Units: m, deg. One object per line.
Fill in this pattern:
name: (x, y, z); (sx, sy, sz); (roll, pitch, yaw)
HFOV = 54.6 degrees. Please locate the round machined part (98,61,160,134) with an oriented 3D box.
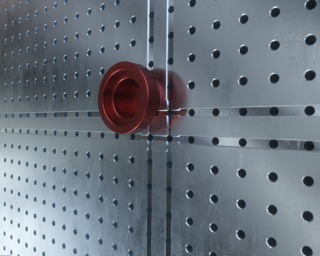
round machined part: (-0.039, -0.040, 0.431); (0.098, 0.042, 0.097); (0, 90, 40)
